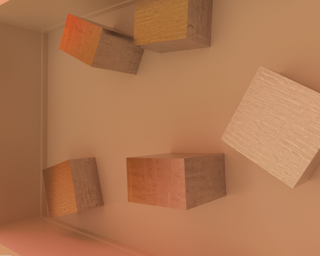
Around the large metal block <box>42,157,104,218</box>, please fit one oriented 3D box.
[{"bbox_3d":[-0.144,0.098,0.510,0.080,0.050,0.080,-21,77,38],"label":"large metal block"}]

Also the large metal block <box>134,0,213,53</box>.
[{"bbox_3d":[0.016,-0.139,0.378,0.080,0.050,0.079,4,93,40],"label":"large metal block"}]

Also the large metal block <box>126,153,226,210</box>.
[{"bbox_3d":[0.020,0.056,0.355,0.080,0.081,0.050,-4,88,40],"label":"large metal block"}]

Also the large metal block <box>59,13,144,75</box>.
[{"bbox_3d":[-0.080,-0.117,0.437,0.080,0.081,0.050,32,110,35],"label":"large metal block"}]

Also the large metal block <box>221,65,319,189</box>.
[{"bbox_3d":[0.119,-0.003,0.293,0.080,0.050,0.079,37,113,33],"label":"large metal block"}]
